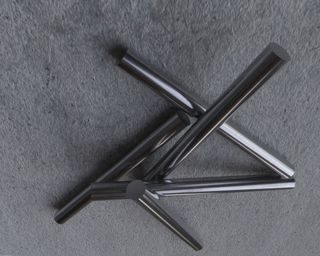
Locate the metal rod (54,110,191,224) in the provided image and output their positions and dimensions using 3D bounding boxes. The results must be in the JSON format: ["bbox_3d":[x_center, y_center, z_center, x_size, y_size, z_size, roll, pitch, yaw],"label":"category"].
[{"bbox_3d":[-0.071,0.071,0.466,0.025,0.025,0.299,35,122,-26],"label":"metal rod"}]

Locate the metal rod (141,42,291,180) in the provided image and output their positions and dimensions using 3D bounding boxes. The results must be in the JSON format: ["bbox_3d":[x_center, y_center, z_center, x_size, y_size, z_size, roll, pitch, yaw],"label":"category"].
[{"bbox_3d":[0.042,0.013,0.389,0.025,0.025,0.298,22,136,-18],"label":"metal rod"}]

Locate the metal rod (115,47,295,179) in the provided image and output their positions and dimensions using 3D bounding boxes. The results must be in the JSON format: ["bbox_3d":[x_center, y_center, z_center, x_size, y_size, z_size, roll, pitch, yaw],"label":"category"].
[{"bbox_3d":[0.074,-0.007,0.402,0.301,0.025,0.025,31,123,-25],"label":"metal rod"}]

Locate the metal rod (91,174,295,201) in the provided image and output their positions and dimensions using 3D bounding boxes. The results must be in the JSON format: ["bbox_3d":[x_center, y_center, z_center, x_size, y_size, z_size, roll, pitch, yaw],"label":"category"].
[{"bbox_3d":[0.055,0.084,0.447,0.302,0.025,0.025,0,131,-13],"label":"metal rod"}]

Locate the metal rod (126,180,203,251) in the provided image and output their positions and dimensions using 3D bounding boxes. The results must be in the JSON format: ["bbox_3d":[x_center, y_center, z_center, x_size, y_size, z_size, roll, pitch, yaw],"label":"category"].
[{"bbox_3d":[0.022,0.150,0.485,0.025,0.025,0.300,-16,144,13],"label":"metal rod"}]
